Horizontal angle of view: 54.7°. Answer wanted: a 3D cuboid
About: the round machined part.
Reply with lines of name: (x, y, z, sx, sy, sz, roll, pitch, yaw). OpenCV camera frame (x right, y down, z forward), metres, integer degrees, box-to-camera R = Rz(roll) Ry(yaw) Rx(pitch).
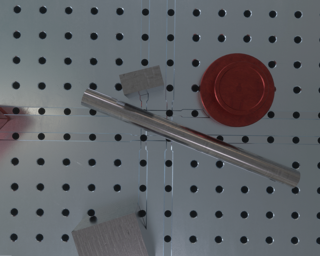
round machined part: (0.102, -0.050, 0.406, 0.099, 0.042, 0.097, 0, 90, 0)

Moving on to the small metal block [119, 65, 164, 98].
small metal block: (-0.022, -0.058, 0.401, 0.050, 0.050, 0.025, -14, 90, 0)

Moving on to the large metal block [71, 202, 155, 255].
large metal block: (-0.057, 0.152, 0.401, 0.080, 0.050, 0.080, -17, 90, 0)

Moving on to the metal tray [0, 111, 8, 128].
metal tray: (-0.262, 0.024, 0.378, 0.030, 0.090, 0.130, 45, 90, 0)

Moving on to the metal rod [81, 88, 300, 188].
metal rod: (0.041, 0.014, 0.413, 0.301, 0.025, 0.025, 22, 90, 0)
